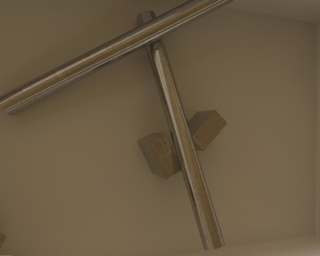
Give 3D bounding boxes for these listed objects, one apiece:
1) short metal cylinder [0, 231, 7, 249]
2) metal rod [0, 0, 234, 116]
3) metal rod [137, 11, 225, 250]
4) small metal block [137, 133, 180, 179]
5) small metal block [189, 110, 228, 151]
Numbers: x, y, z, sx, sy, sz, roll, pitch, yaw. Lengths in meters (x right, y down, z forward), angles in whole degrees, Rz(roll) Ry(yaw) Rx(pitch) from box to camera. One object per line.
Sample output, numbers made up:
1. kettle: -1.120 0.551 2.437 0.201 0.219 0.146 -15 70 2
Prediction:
1. short metal cylinder: -0.203 0.127 0.306 0.050 0.080 0.080 45 76 -15
2. metal rod: -0.044 -0.098 0.368 0.301 0.025 0.025 -29 100 -8
3. metal rod: 0.022 -0.005 0.382 0.025 0.025 0.299 -13 80 -20
4. small metal block: -0.001 0.034 0.398 0.025 0.050 0.050 -28 100 -18
5. small metal block: 0.055 0.003 0.419 0.025 0.050 0.050 46 75 -15
